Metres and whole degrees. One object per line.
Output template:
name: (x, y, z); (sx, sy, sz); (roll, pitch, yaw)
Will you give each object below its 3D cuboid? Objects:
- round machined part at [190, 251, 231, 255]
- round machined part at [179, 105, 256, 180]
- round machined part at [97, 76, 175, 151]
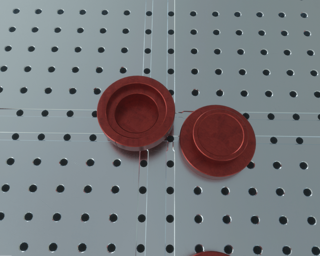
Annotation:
round machined part: (0.058, 0.186, 0.335); (0.099, 0.042, 0.098); (0, 70, 0)
round machined part: (0.074, 0.014, 0.398); (0.099, 0.042, 0.098); (0, 70, 0)
round machined part: (-0.030, -0.016, 0.409); (0.099, 0.042, 0.098); (0, 70, 0)
